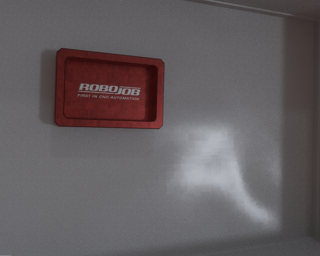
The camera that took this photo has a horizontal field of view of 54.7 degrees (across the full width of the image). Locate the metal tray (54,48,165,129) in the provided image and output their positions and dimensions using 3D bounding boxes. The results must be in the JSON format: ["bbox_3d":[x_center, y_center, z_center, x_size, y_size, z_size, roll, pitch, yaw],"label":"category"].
[{"bbox_3d":[-0.061,-0.045,0.385,0.131,0.030,0.089,2,90,-21],"label":"metal tray"}]
